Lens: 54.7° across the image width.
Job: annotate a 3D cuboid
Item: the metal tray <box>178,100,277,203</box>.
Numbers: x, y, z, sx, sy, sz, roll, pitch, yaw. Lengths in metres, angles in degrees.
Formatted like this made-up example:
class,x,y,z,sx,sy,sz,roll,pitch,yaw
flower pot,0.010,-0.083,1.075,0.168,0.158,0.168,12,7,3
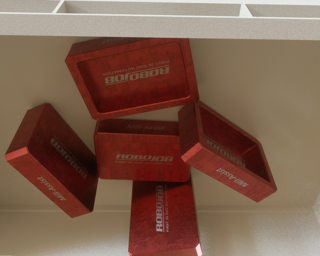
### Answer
class,x,y,z,sx,sy,sz,roll,pitch,yaw
metal tray,0.083,0.028,0.388,0.131,0.090,0.030,31,124,-24

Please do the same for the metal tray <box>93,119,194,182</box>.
class,x,y,z,sx,sy,sz,roll,pitch,yaw
metal tray,-0.021,0.033,0.430,0.131,0.030,0.089,2,130,-3

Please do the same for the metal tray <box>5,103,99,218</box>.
class,x,y,z,sx,sy,sz,roll,pitch,yaw
metal tray,-0.128,0.043,0.399,0.030,0.090,0.130,-20,128,14

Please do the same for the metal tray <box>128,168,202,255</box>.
class,x,y,z,sx,sy,sz,roll,pitch,yaw
metal tray,0.006,0.121,0.439,0.090,0.130,0.030,-10,130,7

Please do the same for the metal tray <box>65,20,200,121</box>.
class,x,y,z,sx,sy,sz,roll,pitch,yaw
metal tray,-0.027,-0.061,0.351,0.131,0.030,0.090,-10,130,8
